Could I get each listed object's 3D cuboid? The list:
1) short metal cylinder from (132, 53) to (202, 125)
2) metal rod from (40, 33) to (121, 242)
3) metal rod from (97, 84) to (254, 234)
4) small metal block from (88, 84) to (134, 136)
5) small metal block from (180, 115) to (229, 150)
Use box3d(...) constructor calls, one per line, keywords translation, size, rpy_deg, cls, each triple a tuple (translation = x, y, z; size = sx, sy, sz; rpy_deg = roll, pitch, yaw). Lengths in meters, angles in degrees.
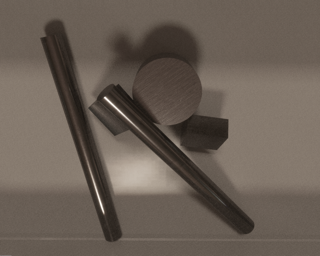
box3d(translation=(0.008, -0.049, 0.380), size=(0.081, 0.050, 0.079), rpy_deg=(0, 110, -1), cls="short metal cylinder")
box3d(translation=(-0.100, 0.027, 0.419), size=(0.025, 0.025, 0.298), rpy_deg=(-11, 110, 3), cls="metal rod")
box3d(translation=(0.036, 0.055, 0.401), size=(0.025, 0.025, 0.300), rpy_deg=(-39, 118, 13), cls="metal rod")
box3d(translation=(-0.055, -0.021, 0.389), size=(0.050, 0.025, 0.050), rpy_deg=(49, 143, -16), cls="small metal block")
box3d(translation=(0.056, 0.006, 0.399), size=(0.050, 0.050, 0.025), rpy_deg=(7, 68, -4), cls="small metal block")
